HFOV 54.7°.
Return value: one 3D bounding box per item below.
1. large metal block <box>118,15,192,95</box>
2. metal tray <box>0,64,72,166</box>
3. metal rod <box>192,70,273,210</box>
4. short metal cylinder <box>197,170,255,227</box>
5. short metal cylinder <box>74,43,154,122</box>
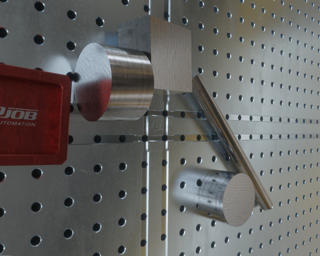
[{"bbox_3d":[-0.004,-0.084,0.382,0.081,0.050,0.079,-3,92,-51],"label":"large metal block"},{"bbox_3d":[-0.150,-0.012,0.280,0.131,0.030,0.089,4,87,-40],"label":"metal tray"},{"bbox_3d":[0.122,0.034,0.514,0.025,0.025,0.299,-50,120,-28],"label":"metal rod"},{"bbox_3d":[0.103,0.108,0.483,0.081,0.050,0.079,0,90,-40],"label":"short metal cylinder"},{"bbox_3d":[-0.051,-0.047,0.332,0.050,0.080,0.079,-2,92,-40],"label":"short metal cylinder"}]
